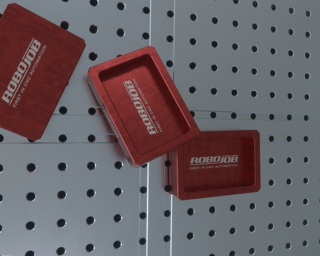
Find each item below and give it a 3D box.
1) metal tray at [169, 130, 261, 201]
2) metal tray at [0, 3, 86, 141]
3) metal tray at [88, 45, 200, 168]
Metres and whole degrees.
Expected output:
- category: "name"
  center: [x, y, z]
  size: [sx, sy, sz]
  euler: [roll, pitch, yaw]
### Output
- category: "metal tray"
  center: [0.079, 0.049, 0.438]
  size: [0.131, 0.030, 0.090]
  euler: [-1, 91, -20]
- category: "metal tray"
  center: [-0.153, -0.061, 0.353]
  size: [0.090, 0.030, 0.130]
  euler: [26, 81, -18]
- category: "metal tray"
  center: [-0.021, -0.027, 0.383]
  size: [0.091, 0.030, 0.130]
  euler: [-26, 83, -18]
